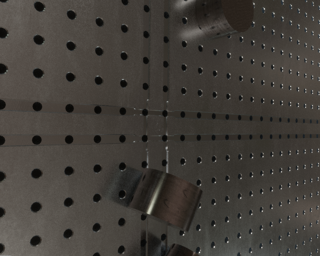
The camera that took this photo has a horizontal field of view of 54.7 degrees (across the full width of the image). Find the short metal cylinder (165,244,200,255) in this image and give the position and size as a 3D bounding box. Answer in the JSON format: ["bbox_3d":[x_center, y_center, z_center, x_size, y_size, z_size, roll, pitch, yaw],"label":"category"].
[{"bbox_3d":[0.035,0.198,0.406,0.050,0.080,0.080,-50,120,-28],"label":"short metal cylinder"}]

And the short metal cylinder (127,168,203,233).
[{"bbox_3d":[0.007,0.089,0.382,0.080,0.080,0.050,36,68,-35],"label":"short metal cylinder"}]

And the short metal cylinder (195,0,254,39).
[{"bbox_3d":[0.100,-0.183,0.479,0.081,0.050,0.079,0,90,-40],"label":"short metal cylinder"}]
